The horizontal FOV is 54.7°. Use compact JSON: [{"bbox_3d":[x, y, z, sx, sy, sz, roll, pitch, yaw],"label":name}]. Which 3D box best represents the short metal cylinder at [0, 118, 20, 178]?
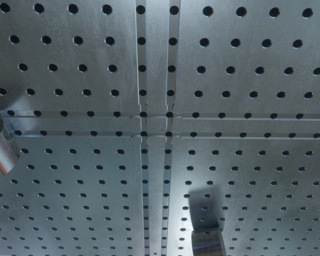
[{"bbox_3d":[-0.230,0.027,0.396,0.080,0.080,0.050,-6,130,5],"label":"short metal cylinder"}]

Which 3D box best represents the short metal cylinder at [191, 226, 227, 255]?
[{"bbox_3d":[0.092,0.226,0.569,0.050,0.080,0.080,-14,129,11],"label":"short metal cylinder"}]
